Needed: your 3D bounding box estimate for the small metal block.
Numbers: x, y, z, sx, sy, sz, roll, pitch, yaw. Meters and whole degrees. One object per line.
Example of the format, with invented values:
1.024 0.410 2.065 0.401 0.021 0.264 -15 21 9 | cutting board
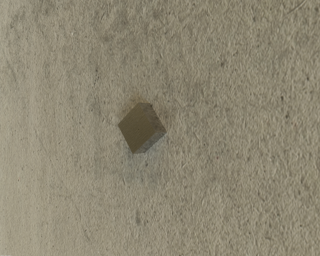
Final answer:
-0.025 0.001 0.425 0.050 0.025 0.050 -44 64 31 | small metal block
